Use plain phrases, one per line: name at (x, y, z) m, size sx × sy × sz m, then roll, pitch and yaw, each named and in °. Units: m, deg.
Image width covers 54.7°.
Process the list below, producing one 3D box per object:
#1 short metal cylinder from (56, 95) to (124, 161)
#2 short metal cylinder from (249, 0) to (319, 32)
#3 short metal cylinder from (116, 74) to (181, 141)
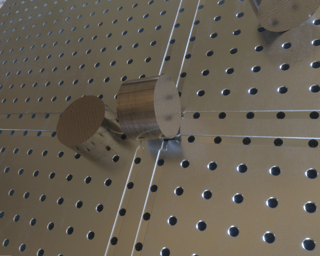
short metal cylinder at (-0.099, 0.000, 0.444) m, size 0.080 × 0.050 × 0.080 m, roll -13°, pitch 56°, yaw 21°
short metal cylinder at (0.157, -0.172, 0.396) m, size 0.080 × 0.080 × 0.050 m, roll -20°, pitch 54°, yaw 16°
short metal cylinder at (-0.012, -0.025, 0.394) m, size 0.050 × 0.080 × 0.080 m, roll -5°, pitch 60°, yaw 26°
